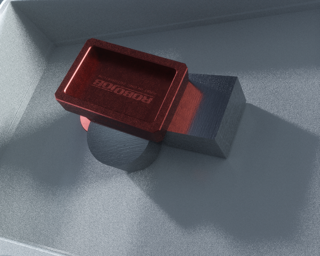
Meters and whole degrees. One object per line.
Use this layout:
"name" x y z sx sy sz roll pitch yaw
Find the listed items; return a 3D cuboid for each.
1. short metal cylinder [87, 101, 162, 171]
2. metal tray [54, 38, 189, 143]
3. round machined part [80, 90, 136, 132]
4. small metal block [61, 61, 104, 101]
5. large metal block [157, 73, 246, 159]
"short metal cylinder" -0.043 0.012 0.386 0.080 0.050 0.080 -4 74 15
"metal tray" -0.043 -0.047 0.360 0.130 0.030 0.090 19 70 14
"round machined part" -0.076 -0.034 0.452 0.098 0.042 0.098 -13 56 20
"small metal block" -0.096 -0.055 0.416 0.025 0.050 0.050 13 68 33
"large metal block" 0.048 -0.017 0.370 0.080 0.050 0.080 10 67 32
